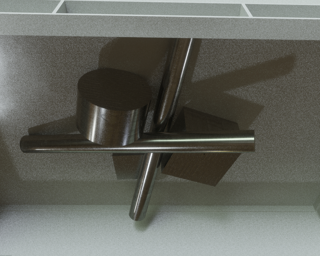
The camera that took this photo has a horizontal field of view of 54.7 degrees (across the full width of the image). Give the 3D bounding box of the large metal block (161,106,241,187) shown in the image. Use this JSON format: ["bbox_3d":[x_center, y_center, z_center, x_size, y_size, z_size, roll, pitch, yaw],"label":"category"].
[{"bbox_3d":[0.054,0.027,0.416,0.081,0.050,0.079,16,128,-14],"label":"large metal block"}]

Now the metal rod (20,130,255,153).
[{"bbox_3d":[-0.041,0.018,0.379,0.301,0.025,0.025,-2,132,19],"label":"metal rod"}]

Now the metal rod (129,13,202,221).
[{"bbox_3d":[-0.002,0.009,0.392,0.025,0.025,0.298,9,122,-9],"label":"metal rod"}]

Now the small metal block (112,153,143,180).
[{"bbox_3d":[-0.039,0.048,0.450,0.050,0.025,0.050,-3,130,1],"label":"small metal block"}]

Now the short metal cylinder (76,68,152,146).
[{"bbox_3d":[-0.053,-0.025,0.351,0.081,0.080,0.050,9,129,-8],"label":"short metal cylinder"}]
